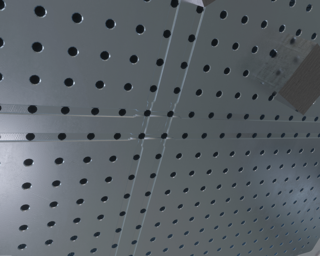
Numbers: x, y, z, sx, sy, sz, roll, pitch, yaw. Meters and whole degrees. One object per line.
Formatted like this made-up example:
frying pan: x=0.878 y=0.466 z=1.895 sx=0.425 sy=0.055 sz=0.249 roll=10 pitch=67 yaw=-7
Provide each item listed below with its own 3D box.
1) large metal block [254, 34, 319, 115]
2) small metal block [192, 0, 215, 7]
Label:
large metal block: x=0.201 y=-0.077 z=0.457 sx=0.080 sy=0.050 sz=0.080 roll=27 pitch=103 yaw=-38
small metal block: x=0.054 y=-0.169 z=0.336 sx=0.050 sy=0.025 sz=0.050 roll=-34 pitch=129 yaw=-6
